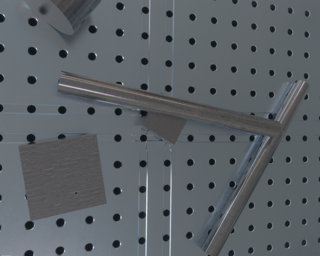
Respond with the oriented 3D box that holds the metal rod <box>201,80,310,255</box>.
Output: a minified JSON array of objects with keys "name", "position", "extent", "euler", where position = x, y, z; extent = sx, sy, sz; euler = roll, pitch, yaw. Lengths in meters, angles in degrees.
[{"name":"metal rod","position":[0.148,0.054,0.467],"extent":[0.025,0.025,0.300],"euler":[36,78,-17]}]

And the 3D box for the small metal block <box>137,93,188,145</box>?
[{"name":"small metal block","position":[0.006,-0.012,0.415],"extent":[0.050,0.025,0.050],"euler":[32,80,-18]}]

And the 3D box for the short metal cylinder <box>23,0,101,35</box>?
[{"name":"short metal cylinder","position":[-0.113,-0.150,0.342],"extent":[0.080,0.080,0.050],"euler":[39,78,-16]}]

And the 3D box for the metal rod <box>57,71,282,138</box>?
[{"name":"metal rod","position":[0.027,-0.025,0.396],"extent":[0.302,0.025,0.025],"euler":[11,87,-20]}]

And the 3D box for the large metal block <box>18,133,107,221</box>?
[{"name":"large metal block","position":[-0.112,0.052,0.358],"extent":[0.081,0.050,0.079],"euler":[-9,93,-20]}]
